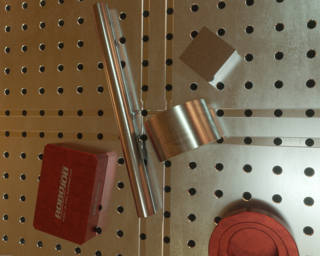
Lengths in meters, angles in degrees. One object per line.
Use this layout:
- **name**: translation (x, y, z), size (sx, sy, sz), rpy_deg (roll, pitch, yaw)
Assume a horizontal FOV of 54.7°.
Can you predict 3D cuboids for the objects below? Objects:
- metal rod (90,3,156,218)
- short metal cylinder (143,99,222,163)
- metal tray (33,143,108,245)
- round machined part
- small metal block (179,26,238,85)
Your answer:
- **metal rod**: translation (-0.052, -0.027, 0.429), size (0.025, 0.025, 0.298), rpy_deg (-15, 85, 19)
- **short metal cylinder**: translation (0.027, 0.005, 0.373), size (0.080, 0.080, 0.050), rpy_deg (-24, 82, 18)
- **metal tray**: translation (-0.132, 0.093, 0.455), size (0.090, 0.030, 0.129), rpy_deg (11, 94, 19)
- **round machined part**: translation (0.110, 0.143, 0.365), size (0.098, 0.042, 0.097), rpy_deg (0, 90, 19)
- **small metal block**: translation (0.061, -0.091, 0.391), size (0.050, 0.025, 0.050), rpy_deg (42, 103, 14)
